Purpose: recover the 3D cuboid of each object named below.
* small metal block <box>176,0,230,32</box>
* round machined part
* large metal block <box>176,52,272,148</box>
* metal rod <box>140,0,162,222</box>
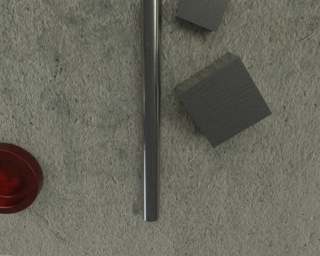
[{"bbox_3d":[0.050,-0.145,0.357,0.050,0.025,0.050,20,109,-8],"label":"small metal block"},{"bbox_3d":[-0.208,0.064,0.422,0.099,0.042,0.097,0,110,0],"label":"round machined part"},{"bbox_3d":[0.077,-0.036,0.384,0.080,0.050,0.080,-32,107,11],"label":"large metal block"},{"bbox_3d":[-0.012,-0.009,0.406,0.025,0.025,0.298,0,110,-1],"label":"metal rod"}]
